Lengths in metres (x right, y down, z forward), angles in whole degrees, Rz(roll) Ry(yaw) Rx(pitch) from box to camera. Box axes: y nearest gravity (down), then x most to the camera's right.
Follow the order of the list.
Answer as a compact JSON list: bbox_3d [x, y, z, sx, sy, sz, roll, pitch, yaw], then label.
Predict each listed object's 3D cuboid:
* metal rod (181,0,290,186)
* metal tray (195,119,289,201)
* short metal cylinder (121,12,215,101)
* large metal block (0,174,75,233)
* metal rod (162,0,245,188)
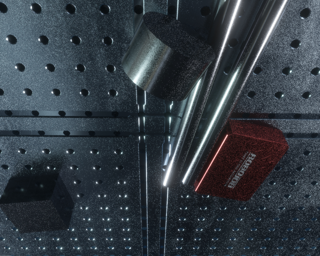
[{"bbox_3d":[0.082,-0.033,0.380,0.025,0.025,0.298,11,128,-10],"label":"metal rod"},{"bbox_3d":[0.114,0.052,0.455,0.091,0.030,0.129,12,129,-11],"label":"metal tray"},{"bbox_3d":[0.008,-0.073,0.314,0.080,0.080,0.050,22,127,-18],"label":"short metal cylinder"},{"bbox_3d":[-0.194,0.122,0.497,0.080,0.050,0.080,-6,130,4],"label":"large metal block"},{"bbox_3d":[0.045,-0.027,0.388,0.025,0.025,0.298,8,130,-8],"label":"metal rod"}]
